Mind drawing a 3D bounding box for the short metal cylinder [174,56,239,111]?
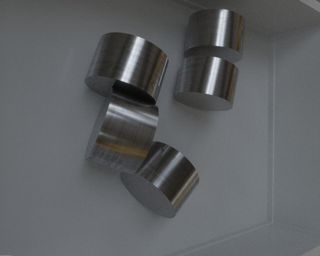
[{"bbox_3d":[0.064,-0.059,0.427,0.080,0.080,0.050,20,77,-39],"label":"short metal cylinder"}]

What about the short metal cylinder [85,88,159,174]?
[{"bbox_3d":[-0.041,0.004,0.329,0.050,0.080,0.080,21,76,-16],"label":"short metal cylinder"}]

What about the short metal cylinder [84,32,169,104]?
[{"bbox_3d":[-0.036,-0.061,0.342,0.080,0.080,0.050,27,73,-37],"label":"short metal cylinder"}]

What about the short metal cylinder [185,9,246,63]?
[{"bbox_3d":[0.078,-0.126,0.438,0.081,0.080,0.050,11,83,-40],"label":"short metal cylinder"}]

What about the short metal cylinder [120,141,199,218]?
[{"bbox_3d":[0.000,0.062,0.373,0.050,0.080,0.080,-48,119,-30],"label":"short metal cylinder"}]
